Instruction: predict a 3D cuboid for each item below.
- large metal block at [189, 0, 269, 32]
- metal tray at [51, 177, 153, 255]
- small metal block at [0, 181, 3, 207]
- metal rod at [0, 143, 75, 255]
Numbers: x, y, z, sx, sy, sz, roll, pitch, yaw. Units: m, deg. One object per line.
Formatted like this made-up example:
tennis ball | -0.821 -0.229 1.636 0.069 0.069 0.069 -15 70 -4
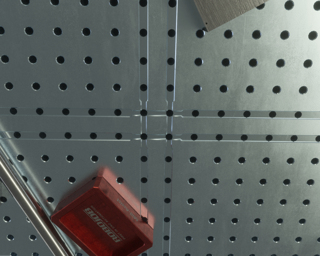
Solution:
large metal block | 0.069 -0.163 0.341 0.080 0.050 0.080 -26 108 9
metal tray | -0.083 0.146 0.463 0.090 0.030 0.130 -36 107 12
small metal block | -0.259 0.092 0.445 0.050 0.025 0.050 5 110 -2
metal rod | -0.203 0.086 0.443 0.025 0.025 0.299 -22 109 8
